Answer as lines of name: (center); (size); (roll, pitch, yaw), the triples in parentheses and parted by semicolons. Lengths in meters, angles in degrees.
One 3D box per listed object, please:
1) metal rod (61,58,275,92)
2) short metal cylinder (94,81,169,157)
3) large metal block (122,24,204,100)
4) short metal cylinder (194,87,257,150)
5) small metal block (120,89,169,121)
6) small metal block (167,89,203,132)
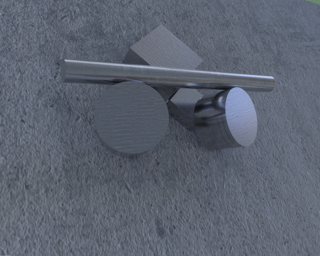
metal rod: (0.032, -0.063, 0.394); (0.303, 0.025, 0.025); (-1, 63, -29)
short metal cylinder: (-0.034, -0.008, 0.357); (0.081, 0.050, 0.080); (2, 79, -10)
large metal block: (0.002, -0.089, 0.442); (0.080, 0.050, 0.080); (41, 51, -1)
short metal cylinder: (0.091, -0.011, 0.427); (0.081, 0.050, 0.080); (13, 72, -44)
small metal block: (-0.025, -0.033, 0.412); (0.050, 0.025, 0.050); (40, 50, -1)
small metal block: (0.040, -0.031, 0.445); (0.050, 0.025, 0.050); (40, 51, -1)
